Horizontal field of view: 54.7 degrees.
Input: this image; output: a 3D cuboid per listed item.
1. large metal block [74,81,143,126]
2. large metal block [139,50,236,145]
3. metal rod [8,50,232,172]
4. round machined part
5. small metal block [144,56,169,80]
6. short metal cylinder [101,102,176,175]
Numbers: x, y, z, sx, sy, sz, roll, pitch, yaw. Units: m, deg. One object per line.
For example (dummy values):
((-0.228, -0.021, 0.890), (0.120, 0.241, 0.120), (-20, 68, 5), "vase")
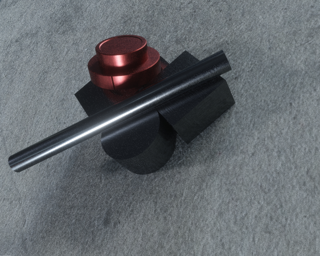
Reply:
((-0.063, -0.039, 0.443), (0.080, 0.050, 0.080), (-41, 51, 0), "large metal block")
((0.034, -0.040, 0.395), (0.080, 0.050, 0.080), (-41, 51, 0), "large metal block")
((-0.058, -0.015, 0.379), (0.301, 0.025, 0.025), (-25, 53, 12), "metal rod")
((-0.049, -0.094, 0.420), (0.099, 0.042, 0.098), (-4, 37, 3), "round machined part")
((-0.001, -0.068, 0.445), (0.050, 0.025, 0.050), (-40, 51, 0), "small metal block")
((-0.027, 0.013, 0.393), (0.080, 0.050, 0.080), (-13, 56, 20), "short metal cylinder")
